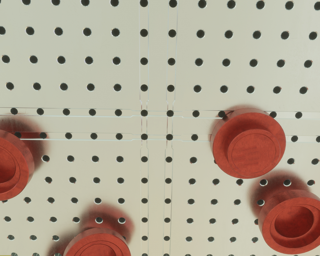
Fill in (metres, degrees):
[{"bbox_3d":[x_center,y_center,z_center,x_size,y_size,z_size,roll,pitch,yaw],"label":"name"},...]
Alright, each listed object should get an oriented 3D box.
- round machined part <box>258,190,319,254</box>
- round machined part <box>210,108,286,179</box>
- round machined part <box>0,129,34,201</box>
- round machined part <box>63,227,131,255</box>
[{"bbox_3d":[0.193,0.132,0.454,0.099,0.042,0.097,0,110,0],"label":"round machined part"},{"bbox_3d":[0.120,0.026,0.415,0.099,0.042,0.097,0,110,0],"label":"round machined part"},{"bbox_3d":[-0.219,0.046,0.419,0.099,0.042,0.097,0,110,0],"label":"round machined part"},{"bbox_3d":[-0.095,0.196,0.464,0.099,0.042,0.097,-2,97,-16],"label":"round machined part"}]
